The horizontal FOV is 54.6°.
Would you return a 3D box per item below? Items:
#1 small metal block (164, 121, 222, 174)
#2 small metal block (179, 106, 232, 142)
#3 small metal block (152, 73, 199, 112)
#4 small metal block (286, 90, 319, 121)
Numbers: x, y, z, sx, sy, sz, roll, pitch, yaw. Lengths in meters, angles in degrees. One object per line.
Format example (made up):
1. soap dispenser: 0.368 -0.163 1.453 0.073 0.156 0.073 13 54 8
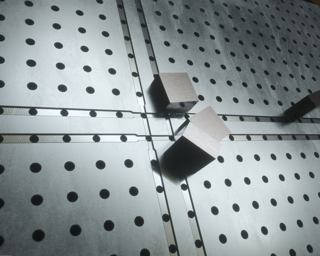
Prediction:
1. small metal block: 0.042 0.026 0.398 0.050 0.050 0.025 35 51 -5
2. small metal block: 0.065 0.003 0.441 0.050 0.025 0.050 -29 78 -37
3. small metal block: 0.022 -0.053 0.452 0.050 0.025 0.050 -7 65 -31
4. small metal block: 0.267 -0.041 0.560 0.050 0.050 0.025 -20 72 -35
